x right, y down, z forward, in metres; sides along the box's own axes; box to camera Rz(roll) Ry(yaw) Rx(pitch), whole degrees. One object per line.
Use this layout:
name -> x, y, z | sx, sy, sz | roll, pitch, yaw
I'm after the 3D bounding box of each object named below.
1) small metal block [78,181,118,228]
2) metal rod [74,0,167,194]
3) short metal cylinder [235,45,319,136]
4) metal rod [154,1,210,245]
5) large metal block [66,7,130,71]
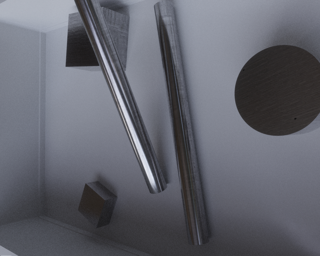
small metal block -> -0.098, 0.119, 0.485 | 0.050, 0.025, 0.050 | 29, 108, 35
metal rod -> -0.051, -0.055, 0.368 | 0.025, 0.025, 0.298 | -6, 111, 39
short metal cylinder -> 0.119, -0.033, 0.292 | 0.080, 0.050, 0.079 | 0, 90, 39
metal rod -> 0.025, -0.012, 0.384 | 0.025, 0.025, 0.298 | -13, 82, 39
large metal block -> -0.095, -0.129, 0.466 | 0.080, 0.050, 0.079 | 8, 95, 39
